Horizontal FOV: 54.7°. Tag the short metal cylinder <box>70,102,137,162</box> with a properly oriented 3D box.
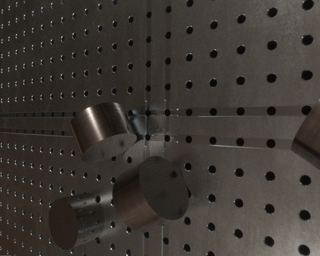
[{"bbox_3d":[-0.080,0.007,0.437,0.080,0.081,0.050,-40,66,32],"label":"short metal cylinder"}]

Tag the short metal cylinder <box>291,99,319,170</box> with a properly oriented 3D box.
[{"bbox_3d":[0.153,0.002,0.247,0.050,0.081,0.079,41,115,32],"label":"short metal cylinder"}]

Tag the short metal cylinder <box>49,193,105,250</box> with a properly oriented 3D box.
[{"bbox_3d":[-0.136,0.150,0.502,0.080,0.050,0.079,0,90,39],"label":"short metal cylinder"}]

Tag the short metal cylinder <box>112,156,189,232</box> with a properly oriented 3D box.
[{"bbox_3d":[-0.011,0.081,0.381,0.050,0.081,0.080,-35,69,34],"label":"short metal cylinder"}]
